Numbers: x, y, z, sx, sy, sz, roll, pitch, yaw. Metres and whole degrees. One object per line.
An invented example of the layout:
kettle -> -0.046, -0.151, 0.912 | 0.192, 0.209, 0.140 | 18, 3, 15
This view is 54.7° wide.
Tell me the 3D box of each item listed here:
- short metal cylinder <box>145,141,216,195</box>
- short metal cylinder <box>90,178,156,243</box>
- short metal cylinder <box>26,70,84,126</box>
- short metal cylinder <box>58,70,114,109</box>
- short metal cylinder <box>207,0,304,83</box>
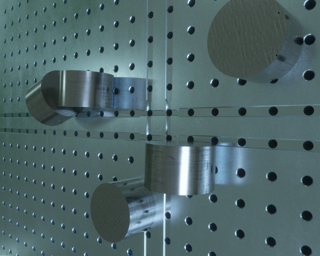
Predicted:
short metal cylinder -> 0.023, 0.042, 0.355 | 0.080, 0.081, 0.050 | 3, 92, 40
short metal cylinder -> -0.053, 0.114, 0.437 | 0.080, 0.050, 0.079 | 0, 90, 40
short metal cylinder -> -0.173, -0.049, 0.516 | 0.050, 0.081, 0.080 | -23, 76, 38
short metal cylinder -> -0.111, -0.056, 0.465 | 0.080, 0.081, 0.050 | 5, 93, 40
short metal cylinder -> 0.096, -0.088, 0.314 | 0.080, 0.050, 0.079 | 0, 90, 40
